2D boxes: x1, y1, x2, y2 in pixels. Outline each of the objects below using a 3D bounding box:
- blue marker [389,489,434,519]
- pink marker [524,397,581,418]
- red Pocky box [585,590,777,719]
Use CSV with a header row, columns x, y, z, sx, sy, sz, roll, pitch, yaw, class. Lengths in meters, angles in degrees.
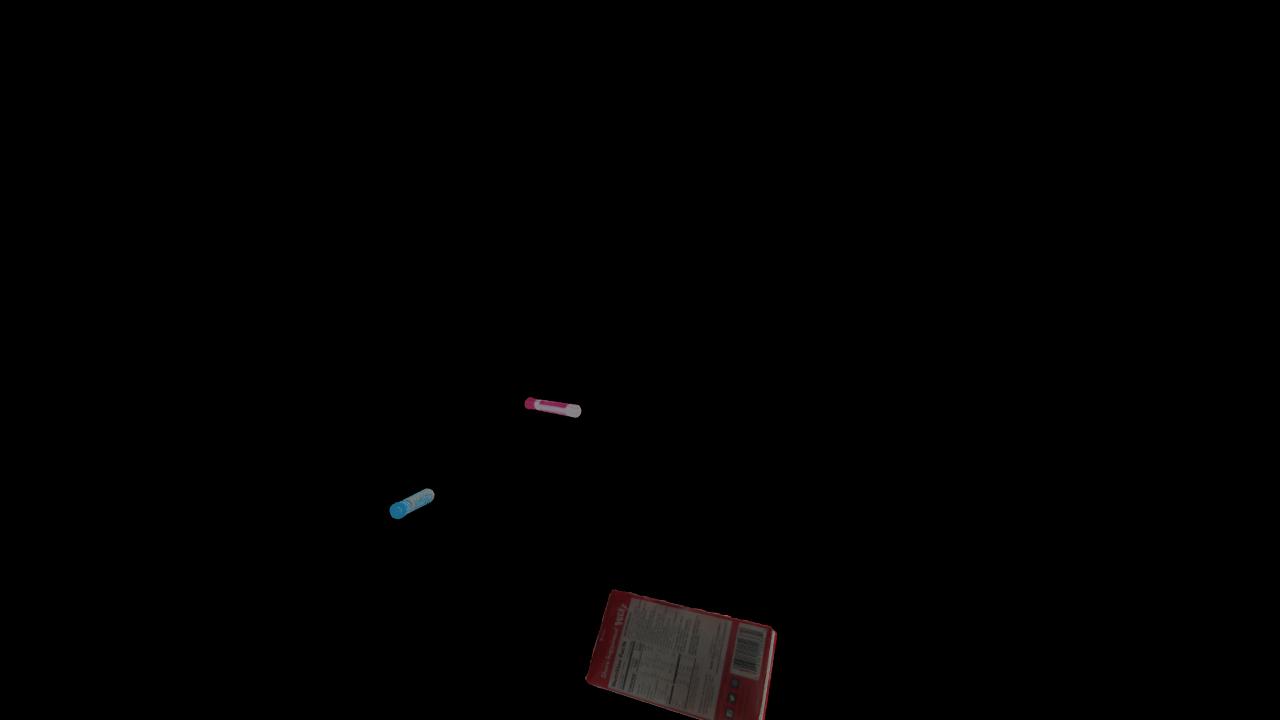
x,y,z,sx,sy,sz,roll,pitch,yaw,class
-0.275,0.173,0.744,0.020,0.020,0.121,0,-4,-3,blue marker
-0.134,0.070,0.922,0.121,0.020,0.020,4,3,44,pink marker
0.035,0.256,0.529,0.155,0.083,0.028,3,-30,27,red Pocky box
